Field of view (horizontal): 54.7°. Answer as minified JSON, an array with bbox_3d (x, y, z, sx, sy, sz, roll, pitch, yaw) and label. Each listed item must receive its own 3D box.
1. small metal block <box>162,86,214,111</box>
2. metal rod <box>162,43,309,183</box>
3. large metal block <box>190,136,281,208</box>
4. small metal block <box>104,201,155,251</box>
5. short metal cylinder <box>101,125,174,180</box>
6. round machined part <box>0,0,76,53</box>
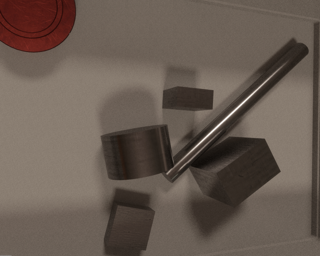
[{"bbox_3d":[0.036,-0.038,0.412,0.050,0.050,0.025,3,89,-20],"label":"small metal block"},{"bbox_3d":[0.117,-0.031,0.455,0.301,0.025,0.025,-41,104,-16],"label":"metal rod"},{"bbox_3d":[0.097,0.055,0.419,0.080,0.080,0.050,-32,101,-17],"label":"large metal block"},{"bbox_3d":[-0.039,0.125,0.397,0.050,0.025,0.050,16,85,-20],"label":"small metal block"},{"bbox_3d":[-0.027,0.027,0.372,0.081,0.080,0.050,-11,94,-20],"label":"short metal cylinder"},{"bbox_3d":[-0.142,-0.132,0.337,0.099,0.042,0.097,-5,106,-19],"label":"round machined part"}]
